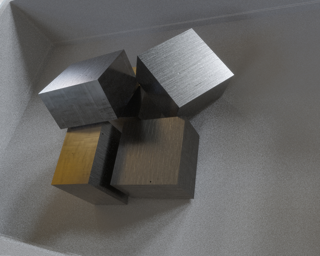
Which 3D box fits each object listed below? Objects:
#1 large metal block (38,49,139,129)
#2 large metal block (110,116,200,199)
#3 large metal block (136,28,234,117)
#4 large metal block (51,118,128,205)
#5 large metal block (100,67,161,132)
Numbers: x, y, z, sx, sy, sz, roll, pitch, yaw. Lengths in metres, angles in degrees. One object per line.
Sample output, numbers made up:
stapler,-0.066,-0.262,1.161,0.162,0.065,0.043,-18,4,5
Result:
large metal block,-0.081,-0.047,0.374,0.080,0.050,0.080,-9,33,23
large metal block,-0.003,0.036,0.363,0.080,0.050,0.080,-5,59,25
large metal block,0.027,-0.062,0.378,0.080,0.050,0.080,-32,73,-19
large metal block,-0.076,0.044,0.380,0.050,0.080,0.080,-6,59,25
large metal block,-0.044,-0.037,0.432,0.080,0.050,0.080,-1,61,27
